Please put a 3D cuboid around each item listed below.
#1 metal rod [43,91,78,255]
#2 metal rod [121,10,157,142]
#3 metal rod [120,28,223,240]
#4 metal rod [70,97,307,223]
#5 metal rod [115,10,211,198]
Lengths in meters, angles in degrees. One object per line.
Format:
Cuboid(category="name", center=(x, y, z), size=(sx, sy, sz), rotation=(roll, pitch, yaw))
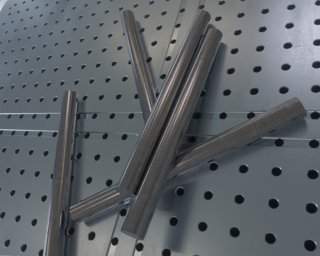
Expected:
Cuboid(category="metal rod", center=(-0.139, 0.070, 0.439), size=(0.025, 0.025, 0.300), rotation=(-18, 55, 18))
Cuboid(category="metal rod", center=(-0.029, -0.087, 0.477), size=(0.025, 0.025, 0.300), rotation=(-24, 53, 13))
Cuboid(category="metal rod", center=(0.026, -0.014, 0.380), size=(0.025, 0.025, 0.300), rotation=(5, 57, 31))
Cuboid(category="metal rod", center=(0.023, 0.044, 0.369), size=(0.300, 0.025, 0.025), rotation=(-27, 52, 11))
Cuboid(category="metal rod", center=(0.015, -0.050, 0.409), size=(0.025, 0.025, 0.300), rotation=(5, 57, 30))
